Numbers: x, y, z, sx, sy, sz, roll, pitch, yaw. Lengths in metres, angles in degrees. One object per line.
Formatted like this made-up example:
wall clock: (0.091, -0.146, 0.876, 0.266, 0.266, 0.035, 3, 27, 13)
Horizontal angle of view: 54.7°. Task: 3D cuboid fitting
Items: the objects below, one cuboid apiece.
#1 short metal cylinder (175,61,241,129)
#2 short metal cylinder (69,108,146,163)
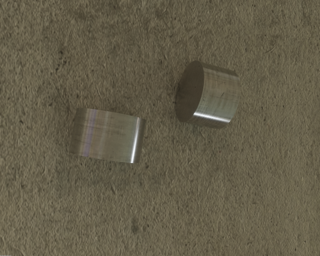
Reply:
short metal cylinder: (0.059, -0.042, 0.401, 0.050, 0.080, 0.080, 11, 87, -20)
short metal cylinder: (-0.059, 0.009, 0.358, 0.081, 0.080, 0.050, 10, 87, -20)
